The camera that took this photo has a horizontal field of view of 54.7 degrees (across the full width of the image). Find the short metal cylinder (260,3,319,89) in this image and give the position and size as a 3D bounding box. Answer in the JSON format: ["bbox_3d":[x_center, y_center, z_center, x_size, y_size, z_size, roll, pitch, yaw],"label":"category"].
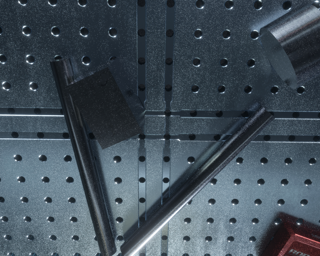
[{"bbox_3d":[0.157,-0.092,0.353,0.050,0.080,0.080,-30,108,10],"label":"short metal cylinder"}]

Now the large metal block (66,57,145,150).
[{"bbox_3d":[-0.059,-0.033,0.371,0.050,0.080,0.080,-24,109,8],"label":"large metal block"}]

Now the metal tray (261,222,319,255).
[{"bbox_3d":[0.237,0.211,0.491,0.131,0.030,0.089,21,109,-8],"label":"metal tray"}]

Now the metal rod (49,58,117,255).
[{"bbox_3d":[-0.101,0.054,0.431,0.025,0.025,0.298,-8,110,2],"label":"metal rod"}]

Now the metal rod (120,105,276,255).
[{"bbox_3d":[0.045,0.085,0.445,0.025,0.025,0.299,39,105,-13],"label":"metal rod"}]
